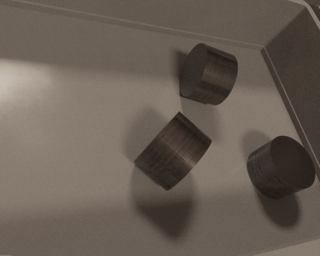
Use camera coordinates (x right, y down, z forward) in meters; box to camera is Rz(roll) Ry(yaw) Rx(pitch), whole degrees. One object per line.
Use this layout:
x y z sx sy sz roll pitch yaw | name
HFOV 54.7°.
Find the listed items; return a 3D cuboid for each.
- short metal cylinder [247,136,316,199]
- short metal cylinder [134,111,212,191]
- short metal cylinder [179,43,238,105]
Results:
0.176 0.058 0.452 0.081 0.050 0.080 14 56 -21 | short metal cylinder
0.015 0.026 0.364 0.050 0.080 0.080 42 51 0 | short metal cylinder
0.070 -0.078 0.458 0.050 0.080 0.080 15 56 -21 | short metal cylinder
